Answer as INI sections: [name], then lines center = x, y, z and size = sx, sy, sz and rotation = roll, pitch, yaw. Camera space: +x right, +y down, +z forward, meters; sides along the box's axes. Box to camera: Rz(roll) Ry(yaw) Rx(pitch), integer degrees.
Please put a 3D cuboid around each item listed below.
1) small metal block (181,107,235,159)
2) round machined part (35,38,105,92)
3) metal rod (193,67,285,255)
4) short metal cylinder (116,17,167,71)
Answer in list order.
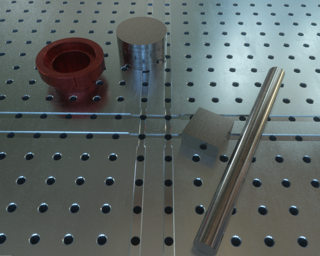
[small metal block]
center = 0.062, 0.006, 0.404
size = 0.050, 0.025, 0.050
rotation = 24, 54, 18
[round machined part]
center = -0.133, -0.092, 0.473
size = 0.099, 0.042, 0.098
rotation = 0, 50, 0
[metal rod]
center = 0.113, 0.017, 0.394
size = 0.025, 0.025, 0.301
rotation = 22, 53, 17
[short metal cylinder]
center = -0.029, -0.139, 0.508
size = 0.081, 0.050, 0.080
rotation = 0, 50, 0
